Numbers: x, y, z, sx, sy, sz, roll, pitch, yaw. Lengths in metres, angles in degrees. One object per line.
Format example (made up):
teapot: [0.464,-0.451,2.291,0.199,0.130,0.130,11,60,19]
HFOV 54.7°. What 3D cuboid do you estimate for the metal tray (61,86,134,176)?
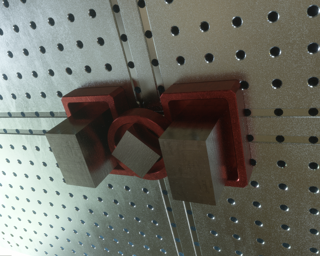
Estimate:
metal tray: [-0.081,0.007,0.454,0.090,0.030,0.129,1,119,28]

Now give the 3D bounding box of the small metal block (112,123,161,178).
small metal block: [-0.025,0.027,0.389,0.050,0.025,0.050,38,129,2]

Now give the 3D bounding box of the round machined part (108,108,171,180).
round machined part: [-0.016,0.017,0.408,0.098,0.042,0.097,13,124,21]

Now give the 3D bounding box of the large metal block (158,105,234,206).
large metal block: [0.046,0.027,0.351,0.050,0.080,0.080,2,119,28]

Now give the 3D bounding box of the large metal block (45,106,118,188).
large metal block: [-0.097,0.023,0.424,0.050,0.080,0.080,1,119,28]

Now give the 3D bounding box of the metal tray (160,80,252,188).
metal tray: [0.059,0.010,0.382,0.090,0.030,0.129,0,118,28]
